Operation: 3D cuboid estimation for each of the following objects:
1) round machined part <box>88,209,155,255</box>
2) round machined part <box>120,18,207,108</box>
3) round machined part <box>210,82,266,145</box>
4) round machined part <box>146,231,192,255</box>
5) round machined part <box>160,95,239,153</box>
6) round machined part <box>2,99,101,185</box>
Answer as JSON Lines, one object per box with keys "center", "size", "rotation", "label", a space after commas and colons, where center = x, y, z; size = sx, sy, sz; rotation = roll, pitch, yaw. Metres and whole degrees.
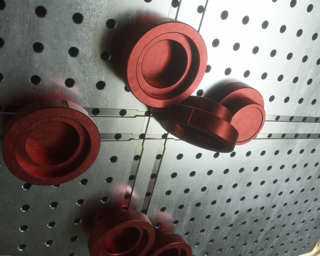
{"center": [-0.060, 0.162, 0.467], "size": [0.099, 0.042, 0.097], "rotation": [-14, 124, -21], "label": "round machined part"}
{"center": [0.001, -0.076, 0.353], "size": [0.099, 0.042, 0.097], "rotation": [-14, 124, -21], "label": "round machined part"}
{"center": [0.114, -0.014, 0.453], "size": [0.099, 0.042, 0.097], "rotation": [-14, 124, -21], "label": "round machined part"}
{"center": [0.002, 0.218, 0.536], "size": [0.099, 0.042, 0.097], "rotation": [-14, 124, -21], "label": "round machined part"}
{"center": [0.053, -0.007, 0.395], "size": [0.098, 0.098, 0.042], "rotation": [34, 73, -39], "label": "round machined part"}
{"center": [-0.119, 0.012, 0.342], "size": [0.099, 0.042, 0.097], "rotation": [-14, 124, -21], "label": "round machined part"}
